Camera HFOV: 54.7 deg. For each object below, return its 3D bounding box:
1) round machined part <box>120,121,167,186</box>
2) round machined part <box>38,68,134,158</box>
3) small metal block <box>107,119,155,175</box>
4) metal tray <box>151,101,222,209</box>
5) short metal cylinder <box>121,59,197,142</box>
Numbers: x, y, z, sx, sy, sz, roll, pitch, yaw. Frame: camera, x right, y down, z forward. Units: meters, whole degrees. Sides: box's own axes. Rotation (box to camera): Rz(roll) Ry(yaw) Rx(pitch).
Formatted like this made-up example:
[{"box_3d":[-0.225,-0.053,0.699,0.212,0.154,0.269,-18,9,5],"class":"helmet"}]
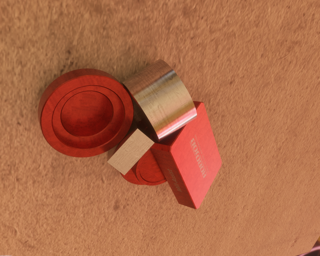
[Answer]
[{"box_3d":[-0.009,0.038,0.418,0.099,0.042,0.097,-14,125,-21],"class":"round machined part"},{"box_3d":[-0.082,-0.019,0.341,0.099,0.042,0.097,-14,125,-21],"class":"round machined part"},{"box_3d":[-0.035,0.021,0.364,0.025,0.050,0.050,41,95,-15],"class":"small metal block"},{"box_3d":[0.042,0.038,0.424,0.090,0.030,0.130,-54,137,-32],"class":"metal tray"},{"box_3d":[-0.002,-0.031,0.355,0.050,0.080,0.080,-33,129,-7],"class":"short metal cylinder"}]
